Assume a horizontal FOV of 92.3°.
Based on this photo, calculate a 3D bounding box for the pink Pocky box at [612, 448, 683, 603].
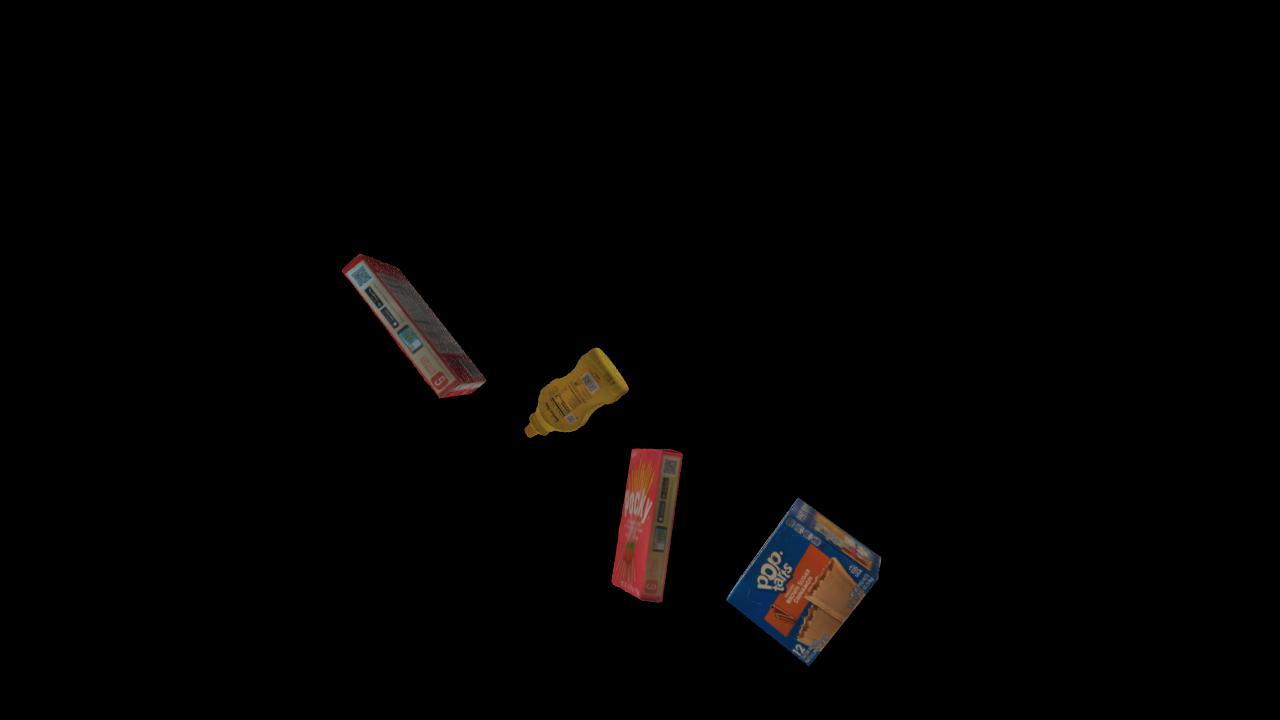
[{"bbox_3d":[0.007,0.174,0.670,0.029,0.155,0.084,14,-12,-22],"label":"pink Pocky box"}]

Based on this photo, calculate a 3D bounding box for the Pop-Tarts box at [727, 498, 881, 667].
[{"bbox_3d":[0.232,0.312,0.877,0.141,0.167,0.083,35,16,17],"label":"Pop-Tarts box"}]

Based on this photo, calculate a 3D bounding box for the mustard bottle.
[{"bbox_3d":[-0.115,0.067,1.002,0.184,0.092,0.054,-38,-3,9],"label":"mustard bottle"}]

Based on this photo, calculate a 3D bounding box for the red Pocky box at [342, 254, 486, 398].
[{"bbox_3d":[-0.218,-0.030,0.603,0.028,0.155,0.083,-39,-3,3],"label":"red Pocky box"}]
